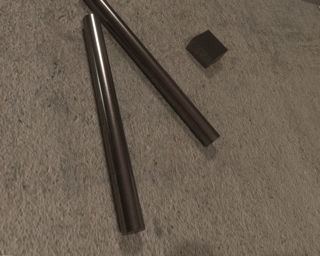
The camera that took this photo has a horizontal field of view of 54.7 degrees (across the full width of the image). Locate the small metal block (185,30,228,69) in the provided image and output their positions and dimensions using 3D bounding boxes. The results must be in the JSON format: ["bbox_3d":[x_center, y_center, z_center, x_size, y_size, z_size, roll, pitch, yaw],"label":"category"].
[{"bbox_3d":[0.081,-0.136,0.533,0.050,0.025,0.050,48,51,5],"label":"small metal block"}]

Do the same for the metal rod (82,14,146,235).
[{"bbox_3d":[-0.063,-0.023,0.384,0.025,0.025,0.299,-1,62,-29],"label":"metal rod"}]

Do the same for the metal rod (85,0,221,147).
[{"bbox_3d":[-0.019,-0.096,0.453,0.025,0.025,0.300,-33,81,-38],"label":"metal rod"}]
